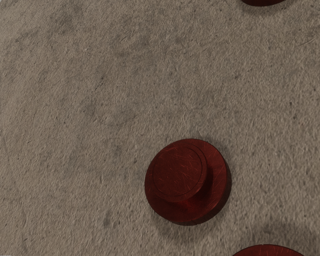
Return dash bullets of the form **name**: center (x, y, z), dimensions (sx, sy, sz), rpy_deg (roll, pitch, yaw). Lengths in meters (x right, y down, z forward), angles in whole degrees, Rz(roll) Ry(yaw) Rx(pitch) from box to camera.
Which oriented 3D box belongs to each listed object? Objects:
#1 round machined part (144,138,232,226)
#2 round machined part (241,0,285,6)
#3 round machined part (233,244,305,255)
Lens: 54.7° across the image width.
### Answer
- **round machined part**: center (0.026, 0.055, 0.345), dimensions (0.098, 0.042, 0.098), rpy_deg (-13, 56, 20)
- **round machined part**: center (0.158, -0.228, 0.450), dimensions (0.098, 0.042, 0.098), rpy_deg (-13, 56, 20)
- **round machined part**: center (0.094, 0.149, 0.252), dimensions (0.098, 0.042, 0.098), rpy_deg (-13, 56, 20)
